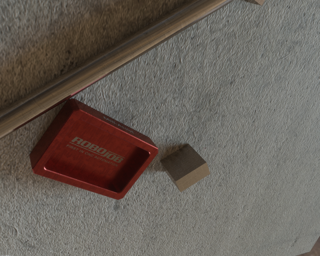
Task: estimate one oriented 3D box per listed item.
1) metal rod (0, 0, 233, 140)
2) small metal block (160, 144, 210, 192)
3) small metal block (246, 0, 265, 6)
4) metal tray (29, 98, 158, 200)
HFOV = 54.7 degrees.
[{"bbox_3d":[-0.050,-0.075,0.334,0.301,0.025,0.025,-33,129,-8],"label":"metal rod"},{"bbox_3d":[0.036,0.057,0.447,0.050,0.050,0.025,-30,129,-9],"label":"small metal block"},{"bbox_3d":[0.108,-0.178,0.357,0.050,0.025,0.050,17,109,-35],"label":"small metal block"},{"bbox_3d":[-0.077,0.032,0.382,0.131,0.030,0.090,30,102,-38],"label":"metal tray"}]
